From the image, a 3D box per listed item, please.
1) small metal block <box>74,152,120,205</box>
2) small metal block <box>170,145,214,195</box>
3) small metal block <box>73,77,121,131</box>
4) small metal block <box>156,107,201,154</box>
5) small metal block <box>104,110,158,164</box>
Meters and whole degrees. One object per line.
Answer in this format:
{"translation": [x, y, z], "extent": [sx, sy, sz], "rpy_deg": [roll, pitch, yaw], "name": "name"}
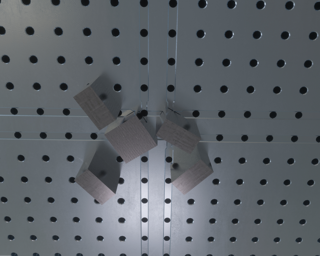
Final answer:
{"translation": [-0.084, 0.068, 0.425], "extent": [0.025, 0.050, 0.050], "rpy_deg": [-40, 105, 13], "name": "small metal block"}
{"translation": [0.042, 0.055, 0.421], "extent": [0.050, 0.050, 0.025], "rpy_deg": [-41, 105, 14], "name": "small metal block"}
{"translation": [-0.076, -0.031, 0.388], "extent": [0.025, 0.050, 0.050], "rpy_deg": [-32, 107, 11], "name": "small metal block"}
{"translation": [0.023, 0.002, 0.401], "extent": [0.050, 0.050, 0.025], "rpy_deg": [29, 108, -10], "name": "small metal block"}
{"translation": [-0.038, 0.012, 0.417], "extent": [0.050, 0.025, 0.050], "rpy_deg": [-31, 107, 10], "name": "small metal block"}
